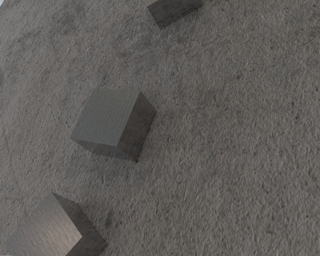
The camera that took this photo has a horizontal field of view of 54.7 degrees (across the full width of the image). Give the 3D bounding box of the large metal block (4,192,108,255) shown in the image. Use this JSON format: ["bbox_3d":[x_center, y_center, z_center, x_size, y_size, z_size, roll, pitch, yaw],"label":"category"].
[{"bbox_3d":[-0.123,0.138,0.368,0.080,0.050,0.080,-48,51,-6],"label":"large metal block"}]

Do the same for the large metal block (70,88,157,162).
[{"bbox_3d":[-0.062,-0.006,0.424,0.080,0.050,0.080,7,65,31],"label":"large metal block"}]

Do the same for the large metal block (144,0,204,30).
[{"bbox_3d":[0.016,-0.225,0.518,0.080,0.050,0.080,-26,53,12],"label":"large metal block"}]
